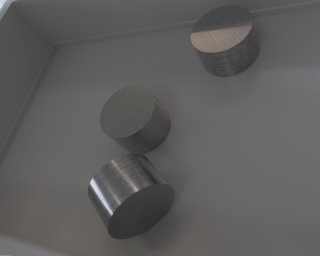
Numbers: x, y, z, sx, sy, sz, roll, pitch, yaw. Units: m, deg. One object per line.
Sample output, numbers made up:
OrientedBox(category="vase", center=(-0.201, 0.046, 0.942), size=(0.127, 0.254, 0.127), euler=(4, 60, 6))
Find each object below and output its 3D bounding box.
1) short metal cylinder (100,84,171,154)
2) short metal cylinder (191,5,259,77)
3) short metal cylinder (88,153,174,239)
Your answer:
OrientedBox(category="short metal cylinder", center=(-0.032, -0.011, 0.413), size=(0.080, 0.050, 0.080), euler=(-13, 56, 21))
OrientedBox(category="short metal cylinder", center=(0.088, -0.116, 0.415), size=(0.080, 0.050, 0.080), euler=(-13, 56, 21))
OrientedBox(category="short metal cylinder", center=(-0.031, 0.075, 0.341), size=(0.080, 0.080, 0.050), euler=(-43, 51, -1))
